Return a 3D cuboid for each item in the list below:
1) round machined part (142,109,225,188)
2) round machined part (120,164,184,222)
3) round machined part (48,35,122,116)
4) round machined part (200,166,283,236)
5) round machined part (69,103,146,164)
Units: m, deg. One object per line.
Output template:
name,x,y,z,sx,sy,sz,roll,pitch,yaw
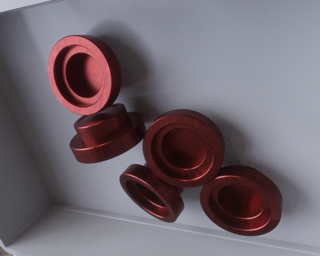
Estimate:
round machined part,0.031,0.022,0.386,0.098,0.042,0.097,7,114,16
round machined part,-0.006,0.085,0.439,0.098,0.042,0.097,29,148,21
round machined part,-0.090,-0.068,0.393,0.098,0.042,0.097,9,110,24
round machined part,0.104,0.087,0.395,0.098,0.042,0.097,13,125,19
round machined part,-0.070,0.001,0.397,0.098,0.098,0.042,-7,115,31
